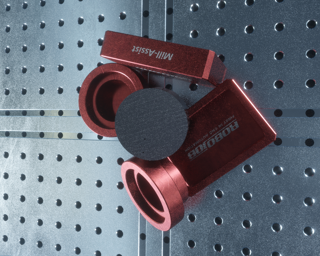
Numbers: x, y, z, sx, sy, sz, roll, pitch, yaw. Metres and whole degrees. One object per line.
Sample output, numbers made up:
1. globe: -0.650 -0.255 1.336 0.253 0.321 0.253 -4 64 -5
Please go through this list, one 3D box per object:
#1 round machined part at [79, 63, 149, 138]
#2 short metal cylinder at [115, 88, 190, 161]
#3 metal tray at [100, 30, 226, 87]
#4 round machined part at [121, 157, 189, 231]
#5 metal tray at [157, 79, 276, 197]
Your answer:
1. round machined part: -0.057 -0.036 0.423 0.098 0.042 0.097 0 90 19
2. short metal cylinder: -0.007 -0.007 0.361 0.080 0.050 0.079 1 99 7
3. metal tray: 0.007 -0.081 0.375 0.130 0.090 0.030 16 96 19
4. round machined part: -0.003 0.074 0.385 0.098 0.042 0.097 37 143 35
5. metal tray: 0.064 0.013 0.386 0.130 0.030 0.090 -38 78 15
